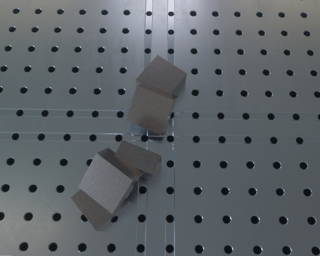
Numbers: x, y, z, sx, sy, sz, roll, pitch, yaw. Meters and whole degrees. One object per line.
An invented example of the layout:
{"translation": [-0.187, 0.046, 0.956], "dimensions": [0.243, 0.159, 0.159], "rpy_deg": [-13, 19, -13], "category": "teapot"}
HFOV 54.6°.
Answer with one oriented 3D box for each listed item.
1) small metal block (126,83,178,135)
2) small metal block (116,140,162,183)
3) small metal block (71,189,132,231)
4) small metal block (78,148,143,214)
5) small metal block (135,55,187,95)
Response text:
{"translation": [-0.011, -0.026, 0.407], "dimensions": [0.050, 0.025, 0.050], "rpy_deg": [23, 111, 8], "category": "small metal block"}
{"translation": [-0.026, 0.042, 0.383], "dimensions": [0.050, 0.050, 0.025], "rpy_deg": [22, 72, 8], "category": "small metal block"}
{"translation": [-0.071, 0.089, 0.379], "dimensions": [0.050, 0.025, 0.050], "rpy_deg": [-40, 75, -13], "category": "small metal block"}
{"translation": [-0.056, 0.059, 0.350], "dimensions": [0.050, 0.025, 0.050], "rpy_deg": [35, 110, 11], "category": "small metal block"}
{"translation": [0.002, -0.066, 0.436], "dimensions": [0.050, 0.025, 0.050], "rpy_deg": [35, 74, 12], "category": "small metal block"}
